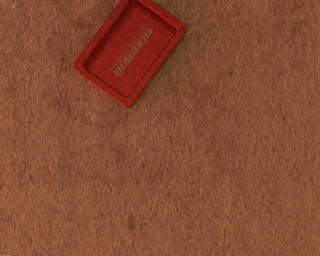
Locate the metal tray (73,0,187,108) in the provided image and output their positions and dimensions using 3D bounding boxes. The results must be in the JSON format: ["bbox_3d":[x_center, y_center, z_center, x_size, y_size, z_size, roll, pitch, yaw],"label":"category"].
[{"bbox_3d":[-0.038,-0.102,0.406,0.090,0.030,0.130,36,90,-1],"label":"metal tray"}]
